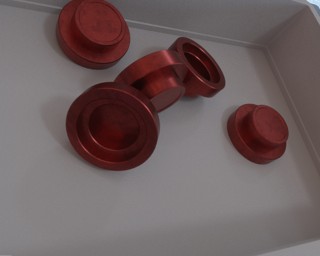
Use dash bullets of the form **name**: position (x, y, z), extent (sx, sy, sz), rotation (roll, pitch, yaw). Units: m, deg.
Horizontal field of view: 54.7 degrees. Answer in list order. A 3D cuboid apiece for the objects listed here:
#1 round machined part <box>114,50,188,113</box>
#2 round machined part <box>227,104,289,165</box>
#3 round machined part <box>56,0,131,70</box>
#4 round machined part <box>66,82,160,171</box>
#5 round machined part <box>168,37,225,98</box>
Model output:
- **round machined part**: position (-0.008, -0.048, 0.384), extent (0.099, 0.097, 0.042), rotation (-20, 72, -35)
- **round machined part**: position (0.157, 0.003, 0.477), extent (0.099, 0.042, 0.098), rotation (14, 56, -21)
- **round machined part**: position (-0.085, -0.132, 0.415), extent (0.099, 0.042, 0.098), rotation (8, 72, -27)
- **round machined part**: position (-0.049, -0.004, 0.342), extent (0.098, 0.097, 0.042), rotation (32, 26, -8)
- **round machined part**: position (0.048, -0.084, 0.459), extent (0.098, 0.042, 0.098), rotation (29, 39, -27)
